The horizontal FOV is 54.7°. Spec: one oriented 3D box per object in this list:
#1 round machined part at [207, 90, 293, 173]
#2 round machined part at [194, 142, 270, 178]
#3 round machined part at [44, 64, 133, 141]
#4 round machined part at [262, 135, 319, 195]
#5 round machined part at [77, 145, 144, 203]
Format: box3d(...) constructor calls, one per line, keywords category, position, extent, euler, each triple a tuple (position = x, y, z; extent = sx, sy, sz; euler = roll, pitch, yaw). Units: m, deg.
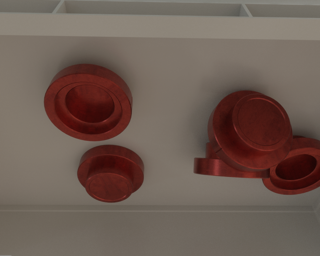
box3d(category="round machined part", position=(0.109, 0.000, 0.358), extent=(0.099, 0.098, 0.042), euler=(8, 159, -7))
box3d(category="round machined part", position=(0.095, 0.042, 0.413), extent=(0.099, 0.042, 0.098), euler=(3, 174, 1))
box3d(category="round machined part", position=(-0.081, -0.034, 0.368), extent=(0.099, 0.042, 0.097), euler=(-1, 130, 0))
box3d(category="round machined part", position=(0.191, 0.049, 0.443), extent=(0.099, 0.042, 0.097), euler=(-1, 130, 0))
box3d(category="round machined part", position=(-0.073, 0.074, 0.460), extent=(0.099, 0.042, 0.097), euler=(-1, 130, 0))
